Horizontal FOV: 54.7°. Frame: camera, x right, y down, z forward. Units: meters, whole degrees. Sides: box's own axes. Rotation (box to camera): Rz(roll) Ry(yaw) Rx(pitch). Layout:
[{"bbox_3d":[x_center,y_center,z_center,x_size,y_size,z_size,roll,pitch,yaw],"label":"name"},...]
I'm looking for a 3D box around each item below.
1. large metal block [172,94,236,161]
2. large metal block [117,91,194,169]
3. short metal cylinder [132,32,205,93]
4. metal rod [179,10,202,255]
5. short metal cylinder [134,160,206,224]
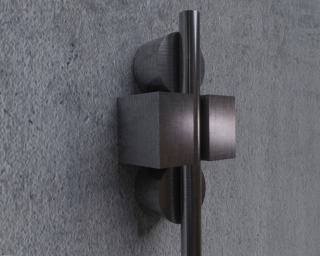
[{"bbox_3d":[0.052,-0.001,0.413,0.050,0.080,0.080,-1,91,-40],"label":"large metal block"},{"bbox_3d":[-0.007,0.002,0.364,0.050,0.080,0.080,-1,91,-40],"label":"large metal block"},{"bbox_3d":[0.012,-0.078,0.399,0.081,0.050,0.080,0,89,-40],"label":"short metal cylinder"},{"bbox_3d":[0.036,0.013,0.371,0.025,0.025,0.298,-1,90,-40],"label":"metal rod"},{"bbox_3d":[0.013,0.078,0.402,0.081,0.050,0.080,0,89,-40],"label":"short metal cylinder"}]
